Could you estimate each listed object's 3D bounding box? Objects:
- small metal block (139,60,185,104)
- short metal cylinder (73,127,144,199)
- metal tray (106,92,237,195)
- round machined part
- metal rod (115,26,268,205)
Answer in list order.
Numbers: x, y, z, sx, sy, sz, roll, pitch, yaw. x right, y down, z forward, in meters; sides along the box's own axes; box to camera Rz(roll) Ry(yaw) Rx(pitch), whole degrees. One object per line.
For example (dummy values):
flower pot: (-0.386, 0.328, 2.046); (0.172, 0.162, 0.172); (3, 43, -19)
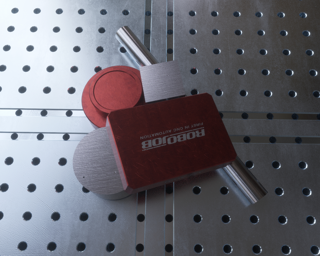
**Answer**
small metal block: (0.003, -0.056, 0.403); (0.050, 0.025, 0.050); (-11, 73, 1)
short metal cylinder: (-0.059, 0.044, 0.378); (0.081, 0.050, 0.080); (0, 70, 0)
metal tray: (0.012, 0.015, 0.359); (0.131, 0.030, 0.090); (-13, 70, -18)
round machined part: (-0.056, -0.042, 0.412); (0.099, 0.042, 0.098); (0, 70, 1)
metal rod: (0.033, -0.028, 0.418); (0.025, 0.025, 0.300); (-35, 74, -12)
